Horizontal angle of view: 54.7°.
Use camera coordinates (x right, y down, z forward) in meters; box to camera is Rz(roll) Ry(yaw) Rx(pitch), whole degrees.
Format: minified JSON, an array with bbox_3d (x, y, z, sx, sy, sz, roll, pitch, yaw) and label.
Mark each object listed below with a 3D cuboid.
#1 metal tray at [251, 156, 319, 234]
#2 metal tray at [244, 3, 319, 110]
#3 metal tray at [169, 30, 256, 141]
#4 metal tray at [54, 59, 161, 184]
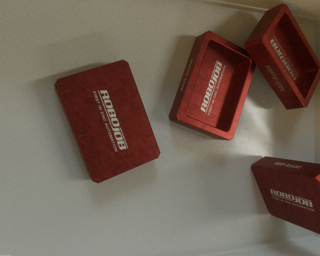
[{"bbox_3d":[0.190,0.090,0.424,0.030,0.130,0.090,-27,99,-18],"label":"metal tray"},{"bbox_3d":[0.186,-0.102,0.455,0.130,0.030,0.090,47,61,-22],"label":"metal tray"},{"bbox_3d":[0.076,-0.057,0.435,0.091,0.030,0.130,21,83,-19],"label":"metal tray"},{"bbox_3d":[-0.064,-0.009,0.384,0.091,0.030,0.129,-22,97,-19],"label":"metal tray"}]
